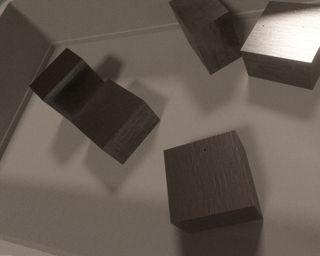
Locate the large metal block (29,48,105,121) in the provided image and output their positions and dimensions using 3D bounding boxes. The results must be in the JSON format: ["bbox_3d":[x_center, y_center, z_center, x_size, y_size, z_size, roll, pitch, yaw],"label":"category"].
[{"bbox_3d":[-0.134,-0.061,0.476,0.080,0.080,0.050,-48,52,-6],"label":"large metal block"}]

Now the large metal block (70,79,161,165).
[{"bbox_3d":[-0.061,-0.010,0.426,0.080,0.050,0.080,34,80,38],"label":"large metal block"}]

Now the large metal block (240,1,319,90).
[{"bbox_3d":[0.156,-0.100,0.369,0.080,0.050,0.080,22,73,35],"label":"large metal block"}]

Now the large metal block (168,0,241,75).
[{"bbox_3d":[0.062,-0.133,0.419,0.050,0.080,0.080,-31,52,8],"label":"large metal block"}]

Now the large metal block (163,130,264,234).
[{"bbox_3d":[0.054,0.058,0.325,0.080,0.050,0.080,-17,55,18],"label":"large metal block"}]
